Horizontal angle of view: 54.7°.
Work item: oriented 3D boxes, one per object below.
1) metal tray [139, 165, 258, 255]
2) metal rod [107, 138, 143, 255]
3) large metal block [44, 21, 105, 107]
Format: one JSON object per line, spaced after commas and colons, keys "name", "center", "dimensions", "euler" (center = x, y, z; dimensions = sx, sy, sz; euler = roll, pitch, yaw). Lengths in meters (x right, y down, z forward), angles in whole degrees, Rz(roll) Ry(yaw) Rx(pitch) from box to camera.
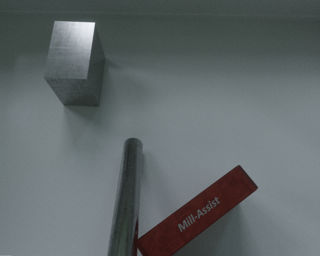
{"name": "metal tray", "center": [0.037, 0.098, 0.339], "dimensions": [0.131, 0.090, 0.030], "euler": [-34, 74, -12]}
{"name": "metal rod", "center": [-0.032, 0.099, 0.275], "dimensions": [0.025, 0.025, 0.300], "euler": [-1, 30, -1]}
{"name": "large metal block", "center": [-0.108, -0.081, 0.409], "dimensions": [0.050, 0.080, 0.080], "euler": [2, 70, 1]}
